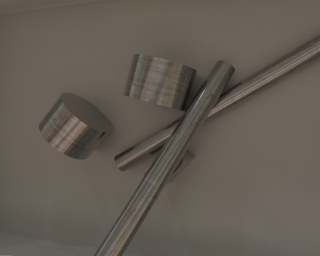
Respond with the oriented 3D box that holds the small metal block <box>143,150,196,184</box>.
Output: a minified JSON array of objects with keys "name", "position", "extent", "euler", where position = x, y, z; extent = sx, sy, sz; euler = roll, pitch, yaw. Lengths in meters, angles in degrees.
[{"name":"small metal block","position":[0.013,0.048,0.392],"extent":[0.025,0.050,0.050],"euler":[47,104,14]}]

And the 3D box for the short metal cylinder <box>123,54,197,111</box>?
[{"name":"short metal cylinder","position":[0.000,-0.055,0.380],"extent":[0.080,0.080,0.050],"euler":[16,96,19]}]

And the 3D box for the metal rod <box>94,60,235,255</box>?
[{"name":"metal rod","position":[0.000,0.049,0.345],"extent":[0.025,0.025,0.300],"euler":[29,78,17]}]

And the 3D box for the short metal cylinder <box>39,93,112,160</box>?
[{"name":"short metal cylinder","position":[-0.113,-0.003,0.420],"extent":[0.080,0.080,0.050],"euler":[44,104,14]}]

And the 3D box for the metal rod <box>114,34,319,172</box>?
[{"name":"metal rod","position":[0.068,-0.025,0.385],"extent":[0.300,0.025,0.025],"euler":[-31,80,17]}]
